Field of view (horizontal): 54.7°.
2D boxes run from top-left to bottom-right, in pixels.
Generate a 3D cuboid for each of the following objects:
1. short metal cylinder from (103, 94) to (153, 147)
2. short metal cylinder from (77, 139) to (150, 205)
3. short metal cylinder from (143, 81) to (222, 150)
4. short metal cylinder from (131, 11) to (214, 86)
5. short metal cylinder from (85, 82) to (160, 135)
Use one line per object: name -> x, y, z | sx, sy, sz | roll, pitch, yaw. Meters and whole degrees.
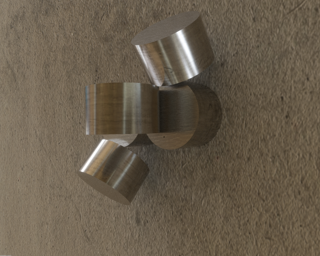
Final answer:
short metal cylinder -> -0.037, -0.015, 0.417 | 0.080, 0.050, 0.079 | 0, 90, 39
short metal cylinder -> -0.061, 0.059, 0.410 | 0.080, 0.080, 0.050 | 10, 57, 39
short metal cylinder -> 0.026, -0.016, 0.367 | 0.080, 0.050, 0.079 | 0, 90, 39
short metal cylinder -> 0.015, -0.090, 0.348 | 0.080, 0.080, 0.050 | 1, 129, 39
short metal cylinder -> -0.040, -0.018, 0.337 | 0.080, 0.081, 0.050 | -2, 89, 39
